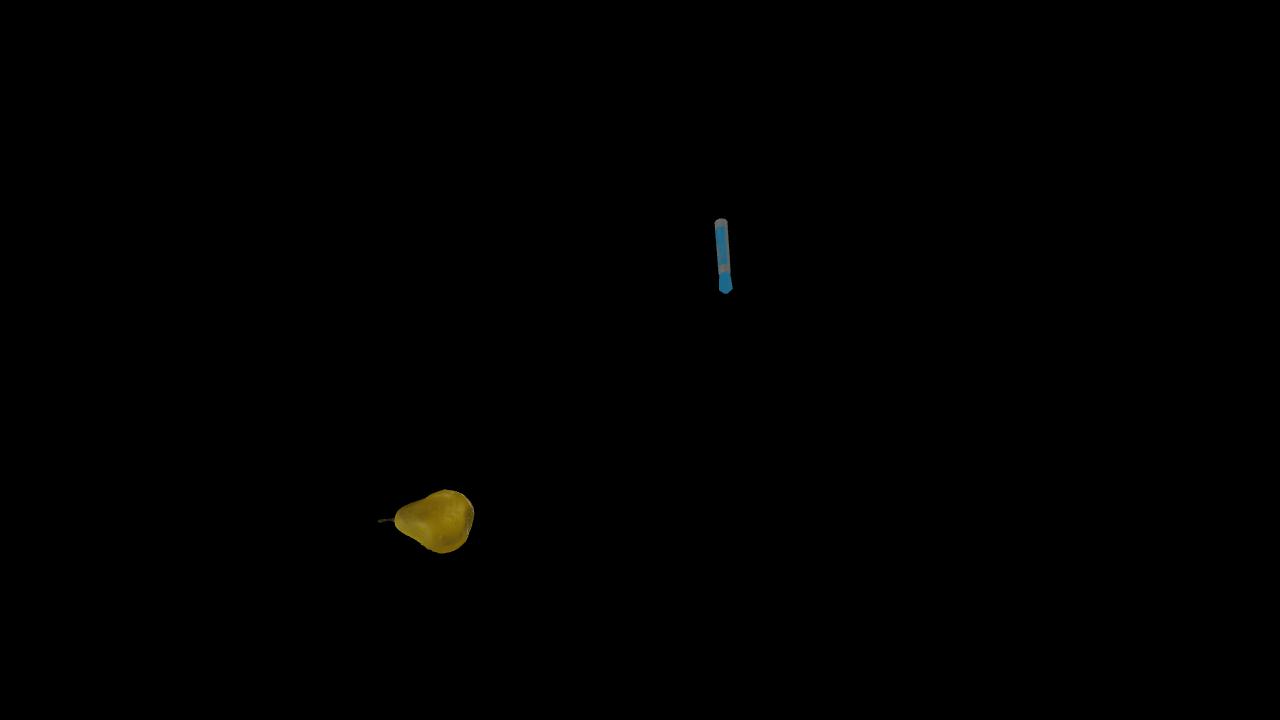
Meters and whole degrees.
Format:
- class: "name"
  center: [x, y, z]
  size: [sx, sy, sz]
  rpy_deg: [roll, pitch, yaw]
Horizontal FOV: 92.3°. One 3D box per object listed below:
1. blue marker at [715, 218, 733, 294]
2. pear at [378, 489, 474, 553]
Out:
- class: "blue marker"
  center: [0.119, -0.147, 0.873]
  size: [0.020, 0.121, 0.020]
  rpy_deg: [0, -26, 0]
- class: "pear"
  center: [-0.274, 0.205, 0.794]
  size: [0.111, 0.080, 0.080]
  rpy_deg: [10, 0, -1]
